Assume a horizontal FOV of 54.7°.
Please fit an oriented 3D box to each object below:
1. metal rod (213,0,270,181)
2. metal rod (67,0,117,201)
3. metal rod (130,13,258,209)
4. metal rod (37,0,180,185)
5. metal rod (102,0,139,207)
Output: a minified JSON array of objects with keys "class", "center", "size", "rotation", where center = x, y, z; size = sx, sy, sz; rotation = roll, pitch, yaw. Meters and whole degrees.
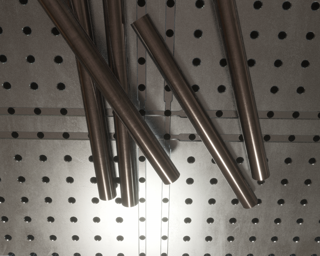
[{"class":"metal rod","center":[0.101,-0.066,0.390],"size":[0.025,0.025,0.298],"rotation":[-16,110,5]},{"class":"metal rod","center":[-0.087,-0.041,0.397],"size":[0.025,0.025,0.298],"rotation":[-4,110,1]},{"class":"metal rod","center":[0.054,-0.010,0.410],"size":[0.025,0.025,0.299],"rotation":[-30,108,10]},{"class":"metal rod","center":[-0.062,-0.053,0.365],"size":[0.025,0.025,0.299],"rotation":[-30,108,10]},{"class":"metal rod","center":[-0.049,-0.031,0.401],"size":[0.025,0.025,0.298],"rotation":[-2,110,0]}]
